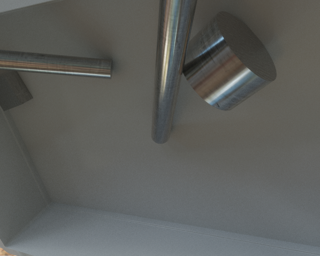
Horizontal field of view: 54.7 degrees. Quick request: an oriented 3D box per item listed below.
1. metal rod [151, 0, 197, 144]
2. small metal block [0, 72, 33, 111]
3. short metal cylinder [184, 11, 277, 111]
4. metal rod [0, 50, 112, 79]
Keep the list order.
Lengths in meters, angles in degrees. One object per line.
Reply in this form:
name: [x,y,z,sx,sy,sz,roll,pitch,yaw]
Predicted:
metal rod: [0.008,-0.052,0.280,0.025,0.025,0.299,29,157,10]
small metal block: [-0.240,-0.059,0.496,0.050,0.025,0.050,-13,112,33]
short metal cylinder: [0.065,-0.064,0.299,0.080,0.080,0.050,47,129,-5]
metal rod: [-0.212,-0.086,0.385,0.302,0.025,0.025,4,124,-4]
